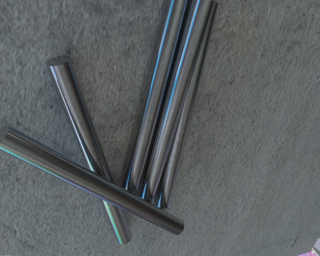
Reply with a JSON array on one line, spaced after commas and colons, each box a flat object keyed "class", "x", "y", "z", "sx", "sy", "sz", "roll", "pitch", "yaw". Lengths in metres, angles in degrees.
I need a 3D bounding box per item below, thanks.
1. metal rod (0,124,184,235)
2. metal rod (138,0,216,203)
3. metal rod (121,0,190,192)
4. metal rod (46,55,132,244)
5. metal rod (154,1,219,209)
[{"class": "metal rod", "x": -0.062, "y": 0.081, "z": 0.390, "sx": 0.025, "sy": 0.025, "sz": 0.301, "roll": -47, "pitch": 129, "yaw": 4}, {"class": "metal rod", "x": 0.011, "y": -0.011, "z": 0.395, "sx": 0.025, "sy": 0.025, "sz": 0.298, "roll": -1, "pitch": 123, "yaw": -28}, {"class": "metal rod", "x": -0.005, "y": -0.048, "z": 0.375, "sx": 0.025, "sy": 0.025, "sz": 0.298, "roll": 1, "pitch": 118, "yaw": -29}, {"class": "metal rod", "x": -0.079, "y": 0.052, "z": 0.396, "sx": 0.025, "sy": 0.025, "sz": 0.298, "roll": -22, "pitch": 127, "yaw": -15}, {"class": "metal rod", "x": 0.029, "y": -0.013, "z": 0.416, "sx": 0.025, "sy": 0.025, "sz": 0.298, "roll": -4, "pitch": 120, "yaw": -27}]
